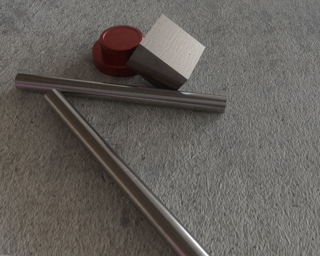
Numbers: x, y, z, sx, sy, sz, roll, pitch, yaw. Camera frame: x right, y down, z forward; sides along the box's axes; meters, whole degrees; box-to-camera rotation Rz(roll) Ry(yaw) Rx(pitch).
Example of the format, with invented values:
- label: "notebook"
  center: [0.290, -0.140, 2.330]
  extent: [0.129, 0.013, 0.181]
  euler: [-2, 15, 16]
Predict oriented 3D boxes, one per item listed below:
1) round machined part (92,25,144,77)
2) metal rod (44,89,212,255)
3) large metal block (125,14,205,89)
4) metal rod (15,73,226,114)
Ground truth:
- label: "round machined part"
  center: [-0.060, -0.129, 0.500]
  extent: [0.099, 0.042, 0.098]
  euler: [0, 50, 0]
- label: "metal rod"
  center: [-0.055, 0.044, 0.365]
  extent: [0.025, 0.025, 0.300]
  euler: [-33, 58, -25]
- label: "large metal block"
  center: [0.009, -0.106, 0.455]
  extent: [0.080, 0.050, 0.080]
  euler: [35, 53, -10]
- label: "metal rod"
  center: [-0.059, -0.051, 0.444]
  extent: [0.302, 0.025, 0.025]
  euler: [7, 50, 5]
